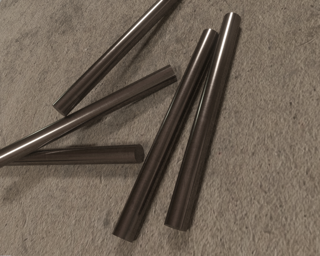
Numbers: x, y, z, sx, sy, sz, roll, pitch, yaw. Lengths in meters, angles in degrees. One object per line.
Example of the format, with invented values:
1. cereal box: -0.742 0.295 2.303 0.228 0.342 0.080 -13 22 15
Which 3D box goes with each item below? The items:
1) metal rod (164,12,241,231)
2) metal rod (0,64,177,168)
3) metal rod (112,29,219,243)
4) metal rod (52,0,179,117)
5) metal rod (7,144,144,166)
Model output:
1. metal rod: 0.060 -0.025 0.386 0.025 0.025 0.300 5 64 30
2. metal rod: -0.116 -0.014 0.451 0.301 0.025 0.025 -26 53 3
3. metal rod: 0.015 -0.005 0.397 0.025 0.025 0.300 12 67 32
4. metal rod: -0.053 -0.135 0.487 0.025 0.025 0.301 26 68 36
5. metal rod: -0.162 0.043 0.460 0.301 0.025 0.025 -4 60 25
